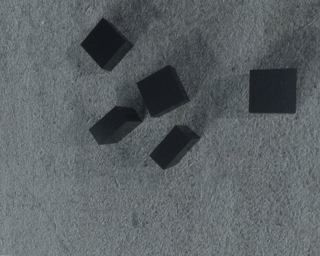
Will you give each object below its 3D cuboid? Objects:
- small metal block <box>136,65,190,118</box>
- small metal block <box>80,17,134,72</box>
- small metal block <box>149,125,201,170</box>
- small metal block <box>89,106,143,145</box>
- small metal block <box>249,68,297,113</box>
[{"bbox_3d":[0.004,-0.047,0.407,0.050,0.025,0.050,-26,82,18],"label":"small metal block"},{"bbox_3d":[-0.075,-0.116,0.435,0.050,0.025,0.050,-45,76,14],"label":"small metal block"},{"bbox_3d":[0.020,0.023,0.389,0.025,0.050,0.050,44,104,14],"label":"small metal block"},{"bbox_3d":[-0.058,-0.003,0.416,0.050,0.050,0.025,-39,78,16],"label":"small metal block"},{"bbox_3d":[0.131,-0.042,0.362,0.050,0.025,0.050,1,91,20],"label":"small metal block"}]
